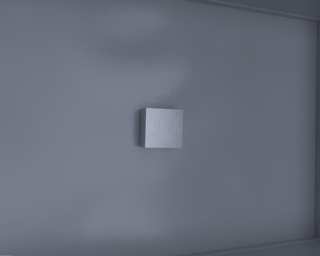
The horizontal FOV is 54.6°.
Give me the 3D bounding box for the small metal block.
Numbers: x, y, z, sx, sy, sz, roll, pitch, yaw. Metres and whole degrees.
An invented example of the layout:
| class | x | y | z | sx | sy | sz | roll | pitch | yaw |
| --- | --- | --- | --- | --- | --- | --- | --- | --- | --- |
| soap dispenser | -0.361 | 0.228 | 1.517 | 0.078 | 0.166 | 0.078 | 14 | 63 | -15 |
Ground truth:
| class | x | y | z | sx | sy | sz | roll | pitch | yaw |
| --- | --- | --- | --- | --- | --- | --- | --- | --- | --- |
| small metal block | 0.002 | 0.000 | 0.407 | 0.050 | 0.025 | 0.050 | 2 | 90 | -20 |
